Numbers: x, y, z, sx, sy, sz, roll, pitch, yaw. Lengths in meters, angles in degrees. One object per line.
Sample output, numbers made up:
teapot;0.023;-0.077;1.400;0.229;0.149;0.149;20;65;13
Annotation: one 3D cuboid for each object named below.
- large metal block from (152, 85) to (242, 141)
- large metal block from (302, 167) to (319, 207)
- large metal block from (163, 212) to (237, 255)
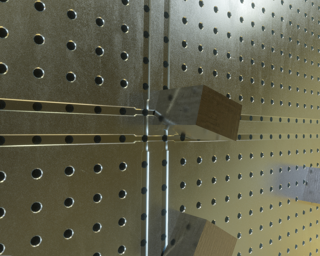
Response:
large metal block;0.050;-0.017;0.418;0.080;0.080;0.050;20;78;-39
large metal block;0.378;0.137;0.695;0.050;0.080;0.080;28;73;-37
large metal block;0.057;0.178;0.443;0.080;0.050;0.080;39;66;-33
